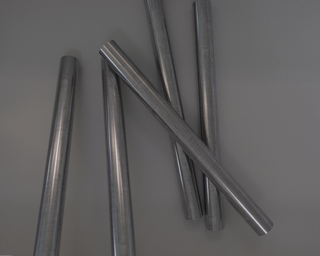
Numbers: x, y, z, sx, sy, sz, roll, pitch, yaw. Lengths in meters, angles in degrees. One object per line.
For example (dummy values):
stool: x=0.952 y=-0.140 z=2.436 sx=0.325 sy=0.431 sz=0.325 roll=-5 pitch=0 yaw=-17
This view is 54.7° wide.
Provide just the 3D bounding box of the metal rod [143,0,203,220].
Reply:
metal rod: x=0.017 y=-0.029 z=0.411 sx=0.025 sy=0.025 sz=0.298 roll=-11 pitch=90 yaw=0

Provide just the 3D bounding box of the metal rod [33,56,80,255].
metal rod: x=-0.117 y=0.047 z=0.350 sx=0.025 sy=0.025 sz=0.299 roll=-1 pitch=66 yaw=0

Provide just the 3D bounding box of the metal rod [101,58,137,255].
metal rod: x=-0.048 y=0.044 z=0.352 sx=0.025 sy=0.025 sz=0.299 roll=-8 pitch=66 yaw=0

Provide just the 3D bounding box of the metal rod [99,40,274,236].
metal rod: x=0.032 y=0.012 z=0.385 sx=0.025 sy=0.025 sz=0.300 roll=-41 pitch=90 yaw=0

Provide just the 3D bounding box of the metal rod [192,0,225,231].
metal rod: x=0.064 y=-0.016 z=0.411 sx=0.025 sy=0.025 sz=0.298 roll=-4 pitch=90 yaw=0
